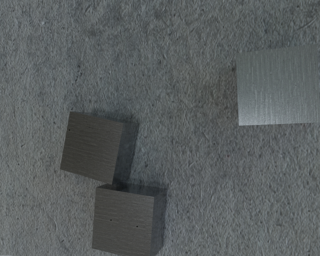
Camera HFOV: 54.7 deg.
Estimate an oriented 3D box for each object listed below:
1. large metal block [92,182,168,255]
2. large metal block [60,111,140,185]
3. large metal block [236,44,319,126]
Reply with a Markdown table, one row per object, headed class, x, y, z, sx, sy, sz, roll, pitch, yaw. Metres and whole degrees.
| class | x | y | z | sx | sy | sz | roll | pitch | yaw |
| --- | --- | --- | --- | --- | --- | --- | --- | --- | --- |
| large metal block | -0.039 | 0.119 | 0.409 | 0.080 | 0.050 | 0.079 | 5 | 92 | 20 |
| large metal block | -0.082 | 0.025 | 0.424 | 0.080 | 0.050 | 0.079 | 12 | 94 | 19 |
| large metal block | 0.131 | -0.044 | 0.349 | 0.080 | 0.050 | 0.080 | -2 | 89 | 20 |
